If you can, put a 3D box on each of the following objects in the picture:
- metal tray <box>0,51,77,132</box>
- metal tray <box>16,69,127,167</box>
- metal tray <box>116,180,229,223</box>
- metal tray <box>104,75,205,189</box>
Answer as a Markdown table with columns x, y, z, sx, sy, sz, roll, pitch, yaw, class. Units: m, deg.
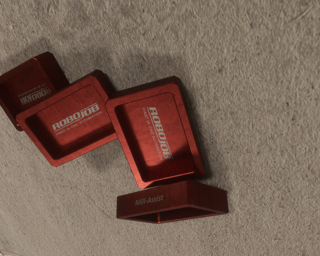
| x | y | z | sx | sy | sz | roll | pitch | yaw | class |
| --- | --- | --- | --- | --- | --- | --- | --- | --- | --- |
| -0.193 | -0.051 | 0.471 | 0.130 | 0.030 | 0.090 | -14 | 111 | 33 | metal tray |
| -0.115 | -0.011 | 0.423 | 0.130 | 0.030 | 0.090 | -25 | 110 | 15 | metal tray |
| 0.015 | 0.106 | 0.426 | 0.130 | 0.030 | 0.090 | -21 | 149 | 35 | metal tray |
| -0.003 | 0.009 | 0.389 | 0.090 | 0.030 | 0.129 | -14 | 113 | 11 | metal tray |
